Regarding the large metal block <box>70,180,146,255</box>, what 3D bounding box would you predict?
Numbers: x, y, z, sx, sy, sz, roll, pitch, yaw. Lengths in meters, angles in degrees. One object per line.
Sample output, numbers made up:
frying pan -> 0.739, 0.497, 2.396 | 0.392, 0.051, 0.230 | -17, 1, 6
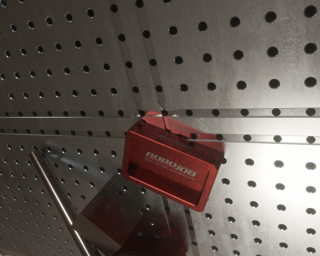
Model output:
large metal block -> -0.084, 0.148, 0.510 | 0.080, 0.080, 0.050 | 39, 129, 1

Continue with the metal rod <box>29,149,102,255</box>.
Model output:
metal rod -> -0.140, 0.162, 0.514 | 0.299, 0.025, 0.025 | 55, 131, 16

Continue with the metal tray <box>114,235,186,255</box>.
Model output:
metal tray -> -0.032, 0.230, 0.526 | 0.130, 0.090, 0.030 | -3, 117, 29

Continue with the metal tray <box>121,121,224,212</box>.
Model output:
metal tray -> 0.013, 0.054, 0.433 | 0.130, 0.030, 0.089 | 22, 127, 14
